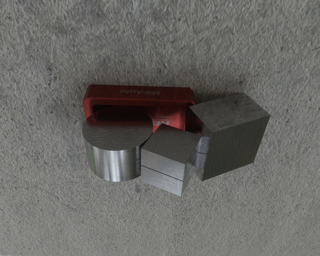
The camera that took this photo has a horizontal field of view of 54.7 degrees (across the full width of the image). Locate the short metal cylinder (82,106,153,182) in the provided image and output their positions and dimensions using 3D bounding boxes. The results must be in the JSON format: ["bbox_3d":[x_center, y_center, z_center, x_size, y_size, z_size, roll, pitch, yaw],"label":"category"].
[{"bbox_3d":[-0.048,0.017,0.370,0.081,0.080,0.050,1,130,-1],"label":"short metal cylinder"}]

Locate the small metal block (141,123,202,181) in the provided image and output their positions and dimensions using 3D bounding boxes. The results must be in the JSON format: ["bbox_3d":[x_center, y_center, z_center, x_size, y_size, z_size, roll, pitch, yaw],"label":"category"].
[{"bbox_3d":[0.013,0.025,0.345,0.050,0.050,0.025,19,131,18],"label":"small metal block"}]

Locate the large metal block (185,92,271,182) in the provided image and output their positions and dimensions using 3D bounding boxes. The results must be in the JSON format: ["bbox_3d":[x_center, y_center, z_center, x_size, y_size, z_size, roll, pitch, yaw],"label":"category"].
[{"bbox_3d":[0.078,0.010,0.383,0.081,0.050,0.079,-15,134,-22],"label":"large metal block"}]

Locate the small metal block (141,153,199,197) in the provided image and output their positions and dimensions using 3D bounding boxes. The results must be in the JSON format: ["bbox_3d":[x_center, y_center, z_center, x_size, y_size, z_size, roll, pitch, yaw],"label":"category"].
[{"bbox_3d":[0.012,0.045,0.361,0.050,0.050,0.025,19,131,18],"label":"small metal block"}]

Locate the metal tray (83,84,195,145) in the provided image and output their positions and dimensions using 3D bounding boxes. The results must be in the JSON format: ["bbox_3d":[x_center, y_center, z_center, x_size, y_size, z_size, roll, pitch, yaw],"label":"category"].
[{"bbox_3d":[-0.025,-0.009,0.397,0.131,0.030,0.089,2,130,-2],"label":"metal tray"}]
